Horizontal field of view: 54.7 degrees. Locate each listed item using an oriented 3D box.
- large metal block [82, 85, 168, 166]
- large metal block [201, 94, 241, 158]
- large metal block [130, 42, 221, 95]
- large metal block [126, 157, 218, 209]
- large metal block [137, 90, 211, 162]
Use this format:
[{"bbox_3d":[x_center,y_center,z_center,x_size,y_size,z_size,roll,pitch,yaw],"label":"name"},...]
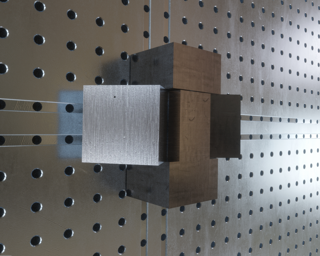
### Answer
[{"bbox_3d":[-0.036,-0.004,0.337,0.050,0.080,0.079,1,90,-80],"label":"large metal block"},{"bbox_3d":[0.074,-0.002,0.427,0.050,0.080,0.079,1,89,-3],"label":"large metal block"},{"bbox_3d":[0.019,-0.068,0.390,0.081,0.080,0.050,1,90,-40],"label":"large metal block"},{"bbox_3d":[0.015,0.062,0.386,0.081,0.080,0.050,1,90,-40],"label":"large metal block"},{"bbox_3d":[0.015,-0.002,0.387,0.050,0.080,0.079,1,89,-40],"label":"large metal block"}]
